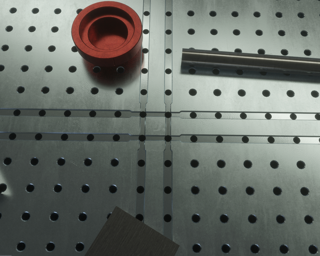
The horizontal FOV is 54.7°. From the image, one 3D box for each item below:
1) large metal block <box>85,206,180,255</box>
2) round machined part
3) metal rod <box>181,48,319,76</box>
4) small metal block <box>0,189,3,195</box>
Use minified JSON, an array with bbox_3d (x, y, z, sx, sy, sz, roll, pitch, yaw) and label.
[{"bbox_3d":[-0.034,0.145,0.345,0.080,0.050,0.080,30,72,10],"label":"large metal block"},{"bbox_3d":[-0.074,-0.131,0.450,0.099,0.042,0.098,0,70,-1],"label":"round machined part"},{"bbox_3d":[0.182,-0.091,0.447,0.302,0.025,0.025,4,70,1],"label":"metal rod"},{"bbox_3d":[-0.234,0.072,0.382,0.050,0.025,0.050,-31,73,-11],"label":"small metal block"}]
